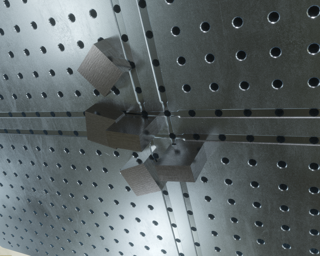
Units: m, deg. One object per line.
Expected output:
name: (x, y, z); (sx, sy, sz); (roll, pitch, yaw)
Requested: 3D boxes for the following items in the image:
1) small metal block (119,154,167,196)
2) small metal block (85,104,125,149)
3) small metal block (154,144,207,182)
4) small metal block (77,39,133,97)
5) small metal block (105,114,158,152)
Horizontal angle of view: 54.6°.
small metal block: (-0.025, 0.072, 0.470); (0.050, 0.025, 0.050); (-22, 107, 36)
small metal block: (-0.079, -0.002, 0.452); (0.050, 0.025, 0.050); (16, 125, 19)
small metal block: (0.029, 0.045, 0.408); (0.050, 0.050, 0.025); (-3, 117, 30)
small metal block: (-0.072, -0.077, 0.402); (0.050, 0.025, 0.050); (44, 129, -3)
small metal block: (-0.037, 0.005, 0.418); (0.050, 0.050, 0.025); (7, 122, 24)
